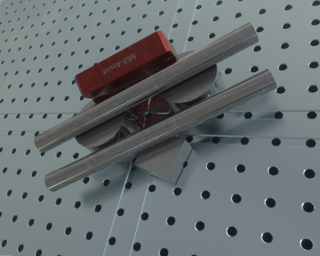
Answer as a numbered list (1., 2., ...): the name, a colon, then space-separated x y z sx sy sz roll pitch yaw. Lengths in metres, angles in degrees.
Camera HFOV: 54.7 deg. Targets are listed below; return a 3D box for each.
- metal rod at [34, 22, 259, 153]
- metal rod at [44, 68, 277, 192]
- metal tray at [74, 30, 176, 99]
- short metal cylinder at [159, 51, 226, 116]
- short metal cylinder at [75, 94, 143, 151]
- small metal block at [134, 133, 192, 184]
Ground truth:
1. metal rod: -0.025 -0.044 0.381 0.301 0.025 0.025 -26 53 11
2. metal rod: -0.009 0.008 0.373 0.301 0.025 0.025 -25 53 12
3. metal tray: -0.041 -0.081 0.434 0.130 0.090 0.030 -25 85 12
4. short metal cylinder: 0.042 -0.053 0.402 0.080 0.050 0.080 -13 56 20
5. short metal cylinder: -0.070 0.001 0.427 0.080 0.050 0.080 -13 56 20
6. small metal block: 0.004 0.035 0.382 0.050 0.025 0.050 16 70 34
